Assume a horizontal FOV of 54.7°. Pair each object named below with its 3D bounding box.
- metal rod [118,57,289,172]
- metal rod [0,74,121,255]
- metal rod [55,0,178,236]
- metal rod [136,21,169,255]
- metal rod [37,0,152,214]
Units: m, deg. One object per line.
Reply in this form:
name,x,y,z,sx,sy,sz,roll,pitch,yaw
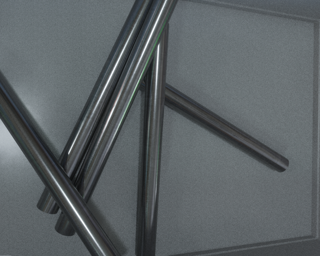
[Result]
metal rod,0.067,-0.013,0.436,0.301,0.025,0.025,30,80,-18
metal rod,-0.121,0.045,0.337,0.025,0.025,0.299,-34,90,-17
metal rod,-0.052,-0.013,0.358,0.025,0.025,0.299,23,95,-19
metal rod,-0.010,0.022,0.390,0.025,0.025,0.298,1,96,-20
metal rod,-0.068,-0.040,0.364,0.025,0.025,0.299,26,90,-19
